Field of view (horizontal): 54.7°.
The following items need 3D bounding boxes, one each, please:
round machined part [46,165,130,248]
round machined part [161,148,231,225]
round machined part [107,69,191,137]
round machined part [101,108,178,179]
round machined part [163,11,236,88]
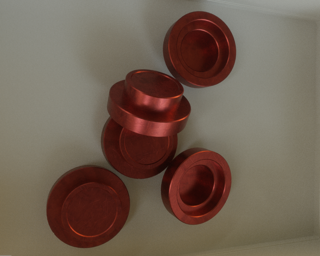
[{"bbox_3d":[-0.084,0.095,0.371,0.099,0.042,0.097,0,90,-20],"label":"round machined part"},{"bbox_3d":[0.043,0.073,0.410,0.099,0.042,0.097,-6,102,-29],"label":"round machined part"},{"bbox_3d":[-0.010,-0.036,0.365,0.099,0.098,0.042,3,125,-20],"label":"round machined part"},{"bbox_3d":[-0.022,0.016,0.393,0.099,0.042,0.097,0,90,-20],"label":"round machined part"},{"bbox_3d":[0.050,-0.102,0.419,0.099,0.042,0.097,0,90,-20],"label":"round machined part"}]
